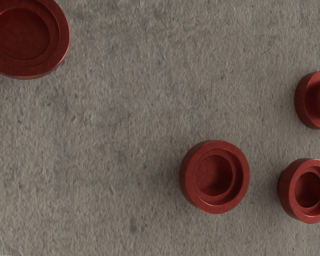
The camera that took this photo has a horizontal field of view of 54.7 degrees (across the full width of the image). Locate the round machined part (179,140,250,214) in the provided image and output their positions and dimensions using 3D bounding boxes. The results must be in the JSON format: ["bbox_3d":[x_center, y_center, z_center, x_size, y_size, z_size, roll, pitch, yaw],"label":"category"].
[{"bbox_3d":[0.071,0.065,0.428,0.099,0.042,0.097,0,90,-21],"label":"round machined part"}]

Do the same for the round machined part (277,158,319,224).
[{"bbox_3d":[0.225,0.095,0.486,0.099,0.042,0.097,0,90,-21],"label":"round machined part"}]

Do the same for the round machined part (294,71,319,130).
[{"bbox_3d":[0.272,-0.046,0.503,0.099,0.042,0.097,0,90,-21],"label":"round machined part"}]

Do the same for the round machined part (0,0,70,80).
[{"bbox_3d":[-0.152,-0.102,0.344,0.099,0.042,0.097,0,90,-21],"label":"round machined part"}]
